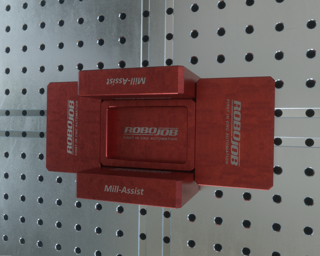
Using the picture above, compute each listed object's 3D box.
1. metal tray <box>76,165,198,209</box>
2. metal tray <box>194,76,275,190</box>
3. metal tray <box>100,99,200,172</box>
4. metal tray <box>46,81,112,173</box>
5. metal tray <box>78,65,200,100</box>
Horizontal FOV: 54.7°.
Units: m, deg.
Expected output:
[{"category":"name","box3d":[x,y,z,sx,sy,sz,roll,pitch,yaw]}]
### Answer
[{"category":"metal tray","box3d":[-0.025,0.068,0.384,0.130,0.090,0.030,1,91,19]},{"category":"metal tray","box3d":[0.090,0.005,0.376,0.090,0.030,0.129,1,90,18]},{"category":"metal tray","box3d":[-0.014,0.008,0.412,0.130,0.030,0.089,1,90,19]},{"category":"metal tray","box3d":[-0.118,-0.001,0.450,0.090,0.030,0.129,1,90,19]},{"category":"metal tray","box3d":[-0.023,-0.052,0.385,0.130,0.090,0.030,1,91,19]}]
